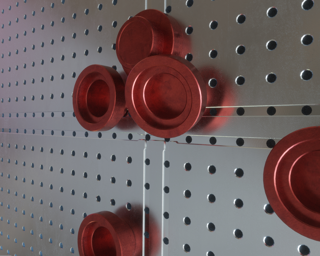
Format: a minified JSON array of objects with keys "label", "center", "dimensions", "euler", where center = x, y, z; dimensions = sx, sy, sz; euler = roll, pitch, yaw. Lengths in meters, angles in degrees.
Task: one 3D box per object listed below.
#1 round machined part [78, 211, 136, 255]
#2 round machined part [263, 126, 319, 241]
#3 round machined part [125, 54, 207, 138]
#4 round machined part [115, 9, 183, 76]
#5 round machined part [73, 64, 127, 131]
[{"label":"round machined part","center":[-0.075,0.172,0.457],"dimensions":[0.098,0.042,0.097],"euler":[0,90,39]},{"label":"round machined part","center":[0.148,0.047,0.276],"dimensions":[0.098,0.042,0.097],"euler":[0,90,39]},{"label":"round machined part","center":[0.010,-0.040,0.375],"dimensions":[0.098,0.042,0.097],"euler":[8,110,24]},{"label":"round machined part","center":[-0.021,-0.110,0.414],"dimensions":[0.098,0.042,0.097],"euler":[0,90,39]},{"label":"round machined part","center":[-0.085,-0.044,0.466],"dimensions":[0.098,0.042,0.097],"euler":[0,90,39]}]
